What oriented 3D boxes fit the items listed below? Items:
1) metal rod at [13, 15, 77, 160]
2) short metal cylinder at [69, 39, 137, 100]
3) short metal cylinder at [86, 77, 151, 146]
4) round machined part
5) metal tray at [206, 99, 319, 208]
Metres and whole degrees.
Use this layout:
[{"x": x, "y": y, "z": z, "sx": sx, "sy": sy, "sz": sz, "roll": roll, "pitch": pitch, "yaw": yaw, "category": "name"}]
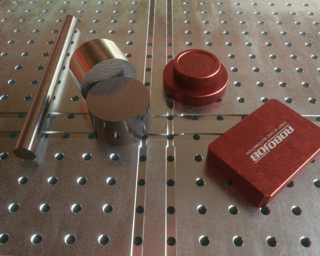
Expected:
[{"x": -0.166, "y": -0.083, "z": 0.475, "sx": 0.025, "sy": 0.025, "sz": 0.300, "roll": 0, "pitch": 50, "yaw": 0, "category": "metal rod"}, {"x": -0.080, "y": -0.077, "z": 0.436, "sx": 0.081, "sy": 0.080, "sz": 0.050, "roll": -22, "pitch": 54, "yaw": -18, "category": "short metal cylinder"}, {"x": -0.053, "y": -0.023, "z": 0.410, "sx": 0.081, "sy": 0.050, "sz": 0.080, "roll": 0, "pitch": 50, "yaw": 0, "category": "short metal cylinder"}, {"x": 0.054, "y": -0.082, "z": 0.466, "sx": 0.099, "sy": 0.042, "sz": 0.098, "roll": 0, "pitch": 50, "yaw": 0, "category": "round machined part"}, {"x": 0.134, "y": 0.025, "z": 0.384, "sx": 0.131, "sy": 0.030, "sz": 0.090, "roll": -33, "pitch": 58, "yaw": -25, "category": "metal tray"}]
